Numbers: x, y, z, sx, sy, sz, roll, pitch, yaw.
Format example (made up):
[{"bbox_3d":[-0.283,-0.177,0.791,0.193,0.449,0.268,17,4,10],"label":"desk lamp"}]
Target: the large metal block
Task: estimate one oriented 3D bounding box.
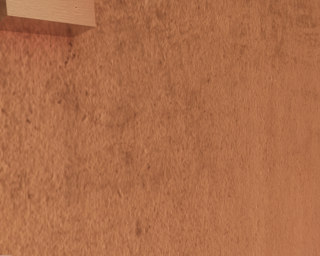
[{"bbox_3d":[-0.113,-0.135,0.295,0.081,0.050,0.079,-7,95,-40],"label":"large metal block"}]
